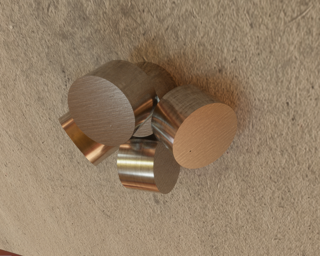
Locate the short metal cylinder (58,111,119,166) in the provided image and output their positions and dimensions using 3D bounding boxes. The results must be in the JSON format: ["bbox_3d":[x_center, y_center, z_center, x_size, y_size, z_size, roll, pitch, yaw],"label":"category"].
[{"bbox_3d":[-0.089,0.004,0.414,0.080,0.050,0.080,51,172,11],"label":"short metal cylinder"}]

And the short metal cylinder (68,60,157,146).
[{"bbox_3d":[-0.051,-0.027,0.335,0.080,0.050,0.079,13,124,20],"label":"short metal cylinder"}]

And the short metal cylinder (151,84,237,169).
[{"bbox_3d":[0.037,-0.002,0.343,0.050,0.081,0.079,46,143,49],"label":"short metal cylinder"}]

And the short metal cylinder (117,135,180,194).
[{"bbox_3d":[-0.012,0.043,0.403,0.050,0.080,0.079,2,119,27],"label":"short metal cylinder"}]

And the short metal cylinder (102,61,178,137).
[{"bbox_3d":[-0.023,-0.036,0.381,0.080,0.050,0.079,13,124,20],"label":"short metal cylinder"}]
